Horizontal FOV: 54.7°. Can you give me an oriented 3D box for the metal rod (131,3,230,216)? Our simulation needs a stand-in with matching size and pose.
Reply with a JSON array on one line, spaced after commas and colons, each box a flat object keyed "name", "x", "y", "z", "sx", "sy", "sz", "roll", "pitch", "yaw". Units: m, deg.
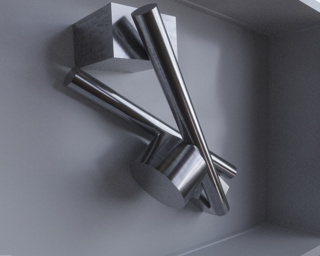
[{"name": "metal rod", "x": 0.037, "y": 0.006, "z": 0.362, "sx": 0.025, "sy": 0.025, "sz": 0.299, "roll": -48, "pitch": 131, "yaw": -29}]

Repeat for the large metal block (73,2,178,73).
[{"name": "large metal block", "x": -0.039, "y": -0.093, "z": 0.339, "sx": 0.081, "sy": 0.080, "sz": 0.050, "roll": -5, "pitch": 94, "yaw": -40}]

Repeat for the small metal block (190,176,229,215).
[{"name": "small metal block", "x": 0.073, "y": 0.096, "z": 0.469, "sx": 0.050, "sy": 0.025, "sz": 0.050, "roll": 46, "pitch": 63, "yaw": -31}]

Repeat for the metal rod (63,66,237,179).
[{"name": "metal rod", "x": 0.010, "y": 0.008, "z": 0.415, "sx": 0.301, "sy": 0.025, "sz": 0.025, "roll": 31, "pitch": 71, "yaw": -36}]

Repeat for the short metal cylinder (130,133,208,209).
[{"name": "short metal cylinder", "x": 0.010, "y": 0.053, "z": 0.379, "sx": 0.050, "sy": 0.080, "sz": 0.080, "roll": -48, "pitch": 119, "yaw": -30}]
